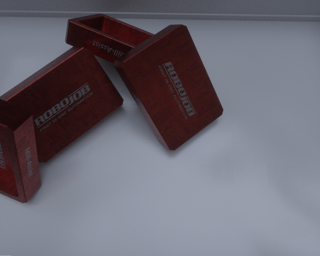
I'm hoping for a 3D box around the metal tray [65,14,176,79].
[{"bbox_3d":[-0.047,-0.115,0.420,0.130,0.030,0.090,24,30,8],"label":"metal tray"}]

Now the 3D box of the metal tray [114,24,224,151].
[{"bbox_3d":[0.015,-0.048,0.381,0.090,0.030,0.130,-36,118,-12],"label":"metal tray"}]

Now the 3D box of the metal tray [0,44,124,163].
[{"bbox_3d":[-0.122,-0.030,0.383,0.130,0.090,0.030,-39,34,-11],"label":"metal tray"}]

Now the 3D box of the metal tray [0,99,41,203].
[{"bbox_3d":[-0.185,0.022,0.344,0.090,0.129,0.030,21,43,7],"label":"metal tray"}]
